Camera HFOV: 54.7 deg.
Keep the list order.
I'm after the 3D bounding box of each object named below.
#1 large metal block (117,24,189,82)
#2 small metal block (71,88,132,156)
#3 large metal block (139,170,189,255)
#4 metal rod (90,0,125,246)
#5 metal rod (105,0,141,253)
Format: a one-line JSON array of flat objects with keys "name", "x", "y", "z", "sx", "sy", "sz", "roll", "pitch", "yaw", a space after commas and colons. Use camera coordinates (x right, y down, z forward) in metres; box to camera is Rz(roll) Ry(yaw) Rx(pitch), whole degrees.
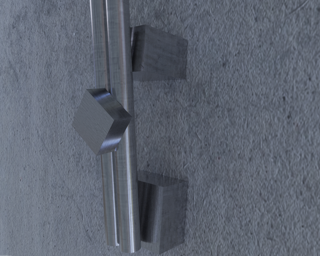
[{"name": "large metal block", "x": -0.021, "y": -0.089, "z": 0.389, "sx": 0.080, "sy": 0.081, "sz": 0.050, "roll": 5, "pitch": 93, "yaw": 40}, {"name": "small metal block", "x": -0.063, "y": -0.007, "z": 0.331, "sx": 0.050, "sy": 0.025, "sz": 0.050, "roll": 46, "pitch": 123, "yaw": 24}, {"name": "large metal block", "x": -0.013, "y": 0.103, "z": 0.400, "sx": 0.080, "sy": 0.050, "sz": 0.079, "roll": 6, "pitch": 94, "yaw": 39}, {"name": "metal rod", "x": -0.060, "y": -0.009, "z": 0.361, "sx": 0.025, "sy": 0.025, "sz": 0.298, "roll": 4, "pitch": 100, "yaw": 40}, {"name": "metal rod", "x": -0.040, "y": -0.007, "z": 0.345, "sx": 0.025, "sy": 0.025, "sz": 0.298, "roll": 4, "pitch": 100, "yaw": 40}]
